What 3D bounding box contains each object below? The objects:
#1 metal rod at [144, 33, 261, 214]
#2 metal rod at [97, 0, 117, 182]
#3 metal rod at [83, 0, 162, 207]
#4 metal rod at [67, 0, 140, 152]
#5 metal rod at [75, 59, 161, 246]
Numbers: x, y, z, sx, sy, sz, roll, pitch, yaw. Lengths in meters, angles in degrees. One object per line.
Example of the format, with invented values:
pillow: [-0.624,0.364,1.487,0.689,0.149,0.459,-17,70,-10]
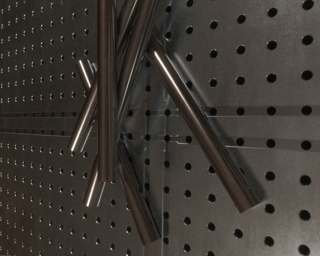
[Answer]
metal rod: [0.029,-0.036,0.383,0.025,0.025,0.299,-43,64,31]
metal rod: [-0.067,-0.083,0.394,0.025,0.025,0.298,0,90,39]
metal rod: [-0.055,-0.027,0.418,0.025,0.025,0.298,30,108,36]
metal rod: [-0.068,-0.094,0.429,0.025,0.025,0.298,40,114,32]
metal rod: [-0.069,0.024,0.463,0.025,0.025,0.299,-37,68,33]
